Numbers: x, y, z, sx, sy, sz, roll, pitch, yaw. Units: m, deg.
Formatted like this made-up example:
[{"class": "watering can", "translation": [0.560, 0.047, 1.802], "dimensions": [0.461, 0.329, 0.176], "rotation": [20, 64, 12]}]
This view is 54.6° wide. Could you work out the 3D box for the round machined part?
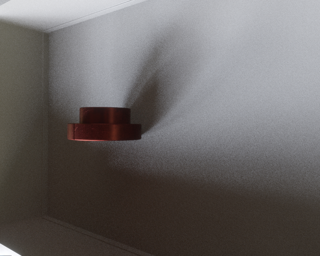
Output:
[{"class": "round machined part", "translation": [-0.075, -0.006, 0.422], "dimensions": [0.098, 0.099, 0.042], "rotation": [1, 91, 40]}]
